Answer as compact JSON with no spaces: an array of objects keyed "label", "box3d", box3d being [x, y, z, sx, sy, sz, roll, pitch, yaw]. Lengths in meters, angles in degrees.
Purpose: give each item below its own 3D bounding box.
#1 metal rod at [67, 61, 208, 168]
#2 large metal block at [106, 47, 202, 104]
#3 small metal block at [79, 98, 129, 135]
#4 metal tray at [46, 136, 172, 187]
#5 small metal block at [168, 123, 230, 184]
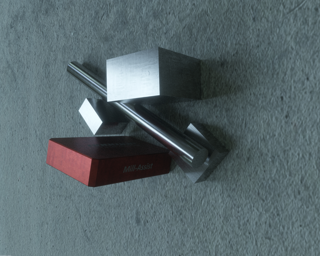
[{"label":"metal rod","box3d":[-0.051,-0.034,0.429,0.300,0.025,0.025,35,112,39]},{"label":"large metal block","box3d":[-0.006,-0.057,0.372,0.080,0.081,0.050,-2,89,39]},{"label":"small metal block","box3d":[-0.082,-0.017,0.455,0.050,0.050,0.025,52,120,27]},{"label":"metal tray","box3d":[-0.058,0.036,0.384,0.090,0.131,0.030,16,100,39]},{"label":"small metal block","box3d":[0.046,0.029,0.368,0.050,0.025,0.050,49,119,28]}]
